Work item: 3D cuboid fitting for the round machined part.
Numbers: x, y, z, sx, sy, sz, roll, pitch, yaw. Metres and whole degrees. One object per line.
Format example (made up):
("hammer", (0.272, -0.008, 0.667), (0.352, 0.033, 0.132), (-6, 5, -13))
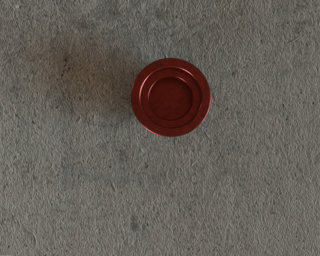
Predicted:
("round machined part", (0.014, -0.038, 0.402), (0.099, 0.042, 0.097), (0, 90, 0))
